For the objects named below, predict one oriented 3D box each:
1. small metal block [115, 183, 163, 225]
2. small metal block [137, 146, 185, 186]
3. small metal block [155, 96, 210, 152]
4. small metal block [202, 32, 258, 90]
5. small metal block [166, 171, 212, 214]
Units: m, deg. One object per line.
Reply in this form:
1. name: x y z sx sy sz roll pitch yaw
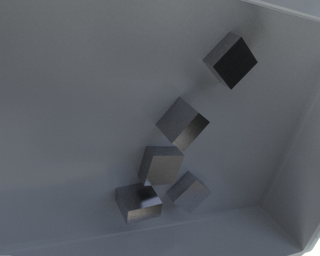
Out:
1. small metal block: -0.031 0.105 0.441 0.050 0.050 0.025 -7 122 -25
2. small metal block: 0.001 0.054 0.442 0.050 0.025 0.050 3 117 -30
3. small metal block: 0.028 -0.006 0.404 0.050 0.050 0.025 -50 129 7
4. small metal block: 0.092 -0.087 0.405 0.050 0.025 0.050 -46 129 4
5. small metal block: 0.047 0.104 0.498 0.050 0.025 0.050 -45 129 3
